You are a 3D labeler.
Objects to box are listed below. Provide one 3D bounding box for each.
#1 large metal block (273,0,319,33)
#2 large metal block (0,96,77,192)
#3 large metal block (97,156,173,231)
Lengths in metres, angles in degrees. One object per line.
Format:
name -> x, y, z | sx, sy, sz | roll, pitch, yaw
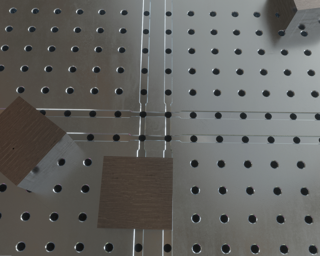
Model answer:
large metal block -> 0.227, -0.200, 0.474 | 0.081, 0.050, 0.080 | -8, 70, -4
large metal block -> -0.168, 0.021, 0.389 | 0.080, 0.050, 0.080 | 36, 74, 12
large metal block -> -0.026, 0.079, 0.369 | 0.081, 0.050, 0.080 | 2, 70, 0
